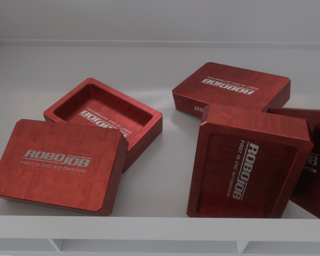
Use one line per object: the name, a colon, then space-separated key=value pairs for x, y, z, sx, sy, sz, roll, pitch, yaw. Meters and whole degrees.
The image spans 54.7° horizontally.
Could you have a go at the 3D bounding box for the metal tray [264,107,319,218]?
metal tray: x=0.142 y=0.027 z=0.297 sx=0.030 sy=0.089 sz=0.130 roll=1 pitch=5 yaw=-5

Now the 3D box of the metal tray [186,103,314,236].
metal tray: x=0.078 y=0.045 z=0.297 sx=0.090 sy=0.129 sz=0.030 roll=11 pitch=38 yaw=10

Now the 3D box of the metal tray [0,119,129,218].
metal tray: x=-0.109 y=0.041 z=0.342 sx=0.131 sy=0.030 sz=0.090 roll=6 pitch=66 yaw=13

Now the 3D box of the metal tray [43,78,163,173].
metal tray: x=-0.073 y=-0.009 z=0.408 sx=0.130 sy=0.030 sz=0.090 roll=28 pitch=55 yaw=21

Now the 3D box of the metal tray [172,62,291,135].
metal tray: x=0.093 y=-0.045 z=0.417 sx=0.130 sy=0.030 sz=0.090 roll=22 pitch=51 yaw=39
